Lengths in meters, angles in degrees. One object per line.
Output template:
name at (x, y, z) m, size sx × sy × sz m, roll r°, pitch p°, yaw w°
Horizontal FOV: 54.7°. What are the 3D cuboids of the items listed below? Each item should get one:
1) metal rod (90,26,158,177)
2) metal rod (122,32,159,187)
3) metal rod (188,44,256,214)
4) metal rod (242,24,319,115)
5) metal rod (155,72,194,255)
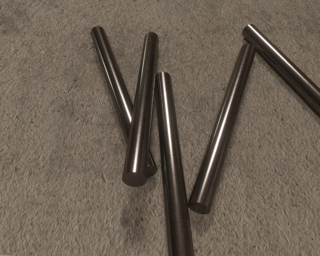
metal rod at (-0.062, -0.058, 0.450) m, size 0.025 × 0.025 × 0.299 m, roll -14°, pitch 52°, yaw -12°
metal rod at (-0.020, -0.050, 0.423) m, size 0.025 × 0.025 × 0.300 m, roll 2°, pitch 43°, yaw 1°
metal rod at (0.094, -0.022, 0.422) m, size 0.025 × 0.025 × 0.301 m, roll 16°, pitch 52°, yaw 13°
metal rod at (0.211, -0.066, 0.461) m, size 0.025 × 0.025 × 0.300 m, roll -16°, pitch 52°, yaw -14°
metal rod at (0.014, 0.040, 0.369) m, size 0.025 × 0.025 × 0.300 m, roll -3°, pitch 50°, yaw -3°
